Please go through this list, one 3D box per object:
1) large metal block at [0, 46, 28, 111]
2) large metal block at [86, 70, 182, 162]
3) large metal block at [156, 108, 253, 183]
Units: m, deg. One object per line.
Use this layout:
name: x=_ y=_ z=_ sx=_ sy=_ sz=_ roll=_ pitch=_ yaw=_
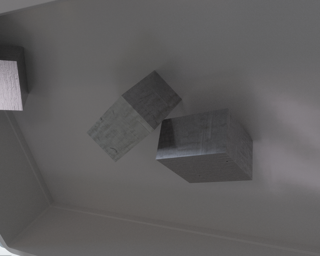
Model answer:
large metal block: x=-0.243 y=-0.074 z=0.452 sx=0.081 sy=0.050 sz=0.079 roll=2 pitch=126 yaw=-12
large metal block: x=-0.030 y=-0.015 z=0.380 sx=0.050 sy=0.080 sz=0.080 roll=47 pitch=129 yaw=-4
large metal block: x=0.054 y=0.025 z=0.356 sx=0.080 sy=0.050 sz=0.080 roll=-9 pitch=148 yaw=32
